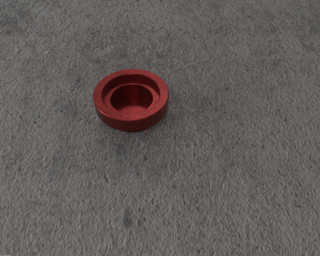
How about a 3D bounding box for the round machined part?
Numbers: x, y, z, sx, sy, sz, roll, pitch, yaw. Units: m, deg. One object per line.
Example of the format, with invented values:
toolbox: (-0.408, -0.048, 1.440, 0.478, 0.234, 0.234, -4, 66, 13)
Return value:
round machined part: (-0.038, -0.033, 0.420, 0.099, 0.042, 0.098, 0, 50, 0)
